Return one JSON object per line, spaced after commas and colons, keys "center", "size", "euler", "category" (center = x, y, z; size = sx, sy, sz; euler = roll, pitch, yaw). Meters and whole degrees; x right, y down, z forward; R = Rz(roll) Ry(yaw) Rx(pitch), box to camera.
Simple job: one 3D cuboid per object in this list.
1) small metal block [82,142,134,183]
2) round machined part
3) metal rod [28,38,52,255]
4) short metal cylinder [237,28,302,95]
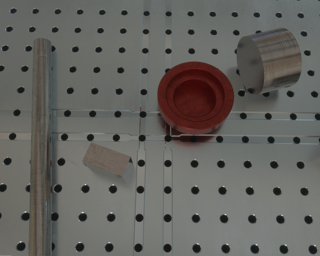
{"center": [-0.062, 0.044, 0.382], "size": [0.050, 0.050, 0.025], "euler": [19, 71, 6], "category": "small metal block"}
{"center": [0.046, -0.036, 0.417], "size": [0.099, 0.042, 0.098], "euler": [0, 70, -1], "category": "round machined part"}
{"center": [-0.155, 0.015, 0.404], "size": [0.025, 0.025, 0.299], "euler": [-6, 70, -3], "category": "metal rod"}
{"center": [0.144, -0.089, 0.417], "size": [0.050, 0.080, 0.080], "euler": [-15, 71, -6], "category": "short metal cylinder"}
